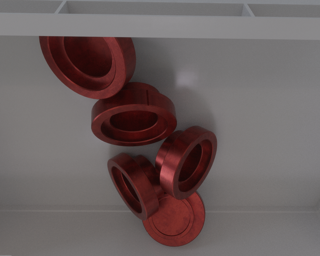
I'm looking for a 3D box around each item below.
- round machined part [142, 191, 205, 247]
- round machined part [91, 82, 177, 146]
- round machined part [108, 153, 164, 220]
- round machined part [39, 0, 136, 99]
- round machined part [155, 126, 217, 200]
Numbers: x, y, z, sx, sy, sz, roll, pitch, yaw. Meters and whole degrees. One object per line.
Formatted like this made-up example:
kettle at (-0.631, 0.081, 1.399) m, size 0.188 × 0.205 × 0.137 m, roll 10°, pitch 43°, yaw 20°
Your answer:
round machined part at (0.019, 0.131, 0.472) m, size 0.098 × 0.097 × 0.042 m, roll -10°, pitch 172°, yaw 8°
round machined part at (-0.031, -0.018, 0.368) m, size 0.099 × 0.042 × 0.098 m, roll -5°, pitch 151°, yaw -3°
round machined part at (-0.030, 0.077, 0.439) m, size 0.042 × 0.098 × 0.097 m, roll -29°, pitch 136°, yaw -25°
round machined part at (-0.068, -0.081, 0.313) m, size 0.098 × 0.042 × 0.097 m, roll 16°, pitch 132°, yaw 18°
round machined part at (0.031, 0.042, 0.410) m, size 0.042 × 0.099 × 0.097 m, roll 26°, pitch 140°, yaw 32°
